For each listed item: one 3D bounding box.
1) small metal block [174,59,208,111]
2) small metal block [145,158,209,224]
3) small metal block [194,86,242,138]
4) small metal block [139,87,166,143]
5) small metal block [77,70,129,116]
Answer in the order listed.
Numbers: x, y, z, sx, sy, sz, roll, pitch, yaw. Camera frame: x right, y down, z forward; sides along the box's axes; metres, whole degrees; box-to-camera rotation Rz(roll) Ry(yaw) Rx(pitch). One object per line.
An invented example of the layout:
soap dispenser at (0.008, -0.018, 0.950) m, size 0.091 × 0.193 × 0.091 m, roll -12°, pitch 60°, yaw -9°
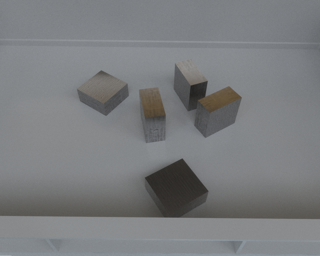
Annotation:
small metal block at (0.042, -0.061, 0.440) m, size 0.025 × 0.050 × 0.050 m, roll -17°, pitch 52°, yaw -14°
small metal block at (0.018, 0.069, 0.347) m, size 0.050 × 0.025 × 0.050 m, roll -25°, pitch 55°, yaw -20°
small metal block at (0.075, -0.021, 0.407) m, size 0.050 × 0.050 × 0.025 m, roll -25°, pitch 55°, yaw -20°
small metal block at (-0.010, -0.016, 0.403) m, size 0.025 × 0.050 × 0.050 m, roll -8°, pitch 51°, yaw -7°
small metal block at (-0.081, -0.051, 0.447) m, size 0.050 × 0.025 × 0.050 m, roll 29°, pitch 55°, yaw 21°
